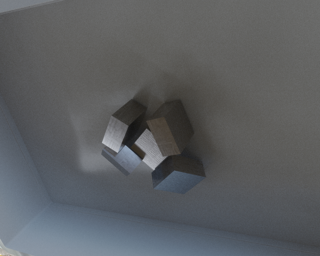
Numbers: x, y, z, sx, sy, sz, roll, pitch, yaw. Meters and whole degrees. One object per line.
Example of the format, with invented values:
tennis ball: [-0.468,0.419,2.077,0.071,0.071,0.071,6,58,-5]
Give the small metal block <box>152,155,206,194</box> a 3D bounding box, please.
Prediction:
small metal block: [0.024,0.063,0.415,0.050,0.025,0.050,16,135,-29]

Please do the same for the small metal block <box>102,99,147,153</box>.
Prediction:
small metal block: [-0.047,-0.003,0.411,0.025,0.050,0.050,32,128,7]

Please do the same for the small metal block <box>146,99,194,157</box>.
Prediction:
small metal block: [0.014,-0.001,0.381,0.025,0.050,0.050,-12,112,32]

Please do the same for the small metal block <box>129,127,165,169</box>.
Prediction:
small metal block: [-0.006,0.025,0.423,0.050,0.025,0.050,41,129,0]

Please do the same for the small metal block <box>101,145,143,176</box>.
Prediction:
small metal block: [-0.056,0.042,0.445,0.050,0.025,0.050,41,162,-1]
